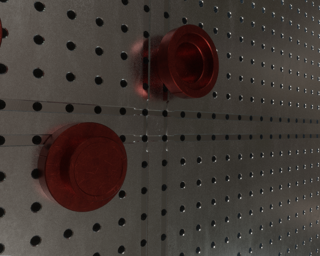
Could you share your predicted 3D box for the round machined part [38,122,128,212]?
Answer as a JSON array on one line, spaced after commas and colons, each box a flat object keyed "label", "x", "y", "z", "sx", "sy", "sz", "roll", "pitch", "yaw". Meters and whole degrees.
[{"label": "round machined part", "x": -0.076, "y": 0.042, "z": 0.336, "sx": 0.099, "sy": 0.042, "sz": 0.097, "roll": 0, "pitch": 90, "yaw": -40}]

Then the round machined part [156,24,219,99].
[{"label": "round machined part", "x": 0.034, "y": -0.089, "z": 0.428, "sx": 0.099, "sy": 0.042, "sz": 0.097, "roll": 0, "pitch": 90, "yaw": -40}]

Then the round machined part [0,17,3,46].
[{"label": "round machined part", "x": -0.180, "y": -0.086, "z": 0.248, "sx": 0.099, "sy": 0.042, "sz": 0.097, "roll": 0, "pitch": 90, "yaw": -40}]
